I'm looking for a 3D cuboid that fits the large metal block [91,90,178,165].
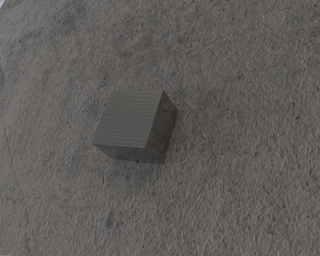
[{"bbox_3d":[-0.031,-0.002,0.406,0.080,0.050,0.080,2,63,29],"label":"large metal block"}]
